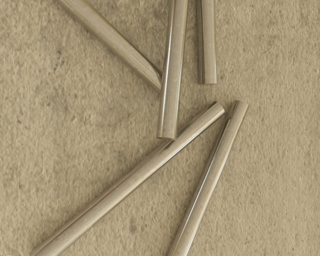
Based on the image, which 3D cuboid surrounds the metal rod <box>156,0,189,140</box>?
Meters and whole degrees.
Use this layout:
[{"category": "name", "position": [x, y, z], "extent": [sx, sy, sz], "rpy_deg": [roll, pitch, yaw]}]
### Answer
[{"category": "metal rod", "position": [0.022, -0.134, 0.399], "extent": [0.025, 0.025, 0.298], "rpy_deg": [9, 80, -20]}]

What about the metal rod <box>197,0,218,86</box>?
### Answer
[{"category": "metal rod", "position": [0.063, -0.210, 0.433], "extent": [0.025, 0.025, 0.298], "rpy_deg": [-2, 91, -20]}]

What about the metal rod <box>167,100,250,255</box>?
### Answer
[{"category": "metal rod", "position": [0.057, 0.099, 0.431], "extent": [0.025, 0.025, 0.299], "rpy_deg": [28, 81, -18]}]

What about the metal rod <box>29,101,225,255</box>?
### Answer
[{"category": "metal rod", "position": [-0.030, 0.062, 0.398], "extent": [0.301, 0.025, 0.025], "rpy_deg": [-39, 103, -16]}]

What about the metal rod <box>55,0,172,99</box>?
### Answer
[{"category": "metal rod", "position": [-0.090, -0.138, 0.375], "extent": [0.300, 0.025, 0.025], "rpy_deg": [41, 77, -16]}]
